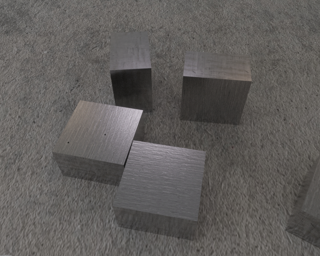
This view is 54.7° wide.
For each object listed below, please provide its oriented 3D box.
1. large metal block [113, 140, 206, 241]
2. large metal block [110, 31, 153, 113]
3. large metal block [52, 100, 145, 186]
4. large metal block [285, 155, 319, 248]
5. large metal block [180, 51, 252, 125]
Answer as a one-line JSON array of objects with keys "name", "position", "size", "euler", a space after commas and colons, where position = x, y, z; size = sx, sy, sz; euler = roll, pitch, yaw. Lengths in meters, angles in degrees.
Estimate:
[{"name": "large metal block", "position": [0.002, 0.065, 0.332], "size": [0.080, 0.050, 0.080], "euler": [8, 51, 7]}, {"name": "large metal block", "position": [-0.039, -0.076, 0.431], "size": [0.050, 0.080, 0.080], "euler": [-4, 50, -3]}, {"name": "large metal block", "position": [-0.068, 0.018, 0.371], "size": [0.080, 0.050, 0.080], "euler": [10, 51, 8]}, {"name": "large metal block", "position": [0.188, 0.083, 0.318], "size": [0.080, 0.050, 0.080], "euler": [26, 55, 20]}, {"name": "large metal block", "position": [0.070, -0.052, 0.411], "size": [0.080, 0.080, 0.050], "euler": [5, 50, 4]}]
